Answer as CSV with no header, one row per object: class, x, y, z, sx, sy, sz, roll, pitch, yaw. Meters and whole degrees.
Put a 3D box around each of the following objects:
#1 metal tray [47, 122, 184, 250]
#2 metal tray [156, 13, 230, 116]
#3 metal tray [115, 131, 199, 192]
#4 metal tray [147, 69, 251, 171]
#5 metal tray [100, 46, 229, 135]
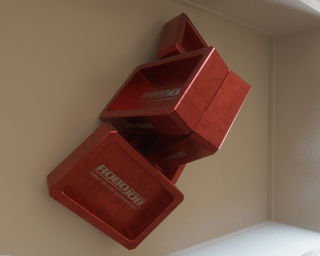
metal tray,-0.044,0.068,0.343,0.090,0.030,0.130,-45,120,-4
metal tray,0.052,-0.081,0.424,0.130,0.030,0.090,46,37,-30
metal tray,0.008,0.007,0.409,0.090,0.030,0.130,47,62,-30
metal tray,0.039,-0.003,0.355,0.030,0.130,0.090,37,65,-9
metal tray,0.000,-0.037,0.336,0.030,0.130,0.090,48,62,-29
